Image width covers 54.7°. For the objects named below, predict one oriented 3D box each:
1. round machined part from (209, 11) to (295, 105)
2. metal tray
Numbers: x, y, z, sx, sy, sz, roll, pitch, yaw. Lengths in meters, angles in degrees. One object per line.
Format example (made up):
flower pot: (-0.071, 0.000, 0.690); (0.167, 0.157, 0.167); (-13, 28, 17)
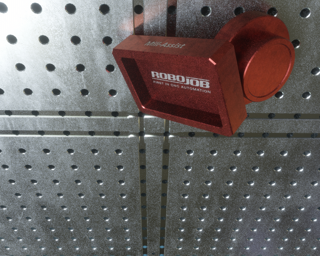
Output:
round machined part: (0.098, -0.066, 0.319); (0.099, 0.042, 0.097); (-18, 129, -23)
metal tray: (0.018, -0.046, 0.319); (0.130, 0.030, 0.090); (17, 143, 40)
